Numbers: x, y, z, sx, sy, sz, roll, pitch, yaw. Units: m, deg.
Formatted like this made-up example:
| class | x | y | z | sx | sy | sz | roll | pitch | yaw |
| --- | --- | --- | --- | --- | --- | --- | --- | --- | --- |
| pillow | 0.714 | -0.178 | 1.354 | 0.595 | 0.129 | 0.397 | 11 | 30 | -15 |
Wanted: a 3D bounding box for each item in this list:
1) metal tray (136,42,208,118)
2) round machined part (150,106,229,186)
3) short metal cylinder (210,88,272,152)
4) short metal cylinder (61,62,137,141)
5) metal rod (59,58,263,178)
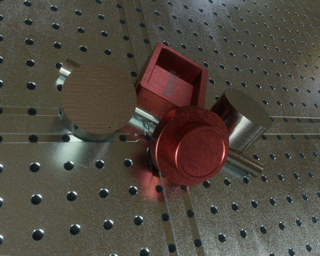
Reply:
| class | x | y | z | sx | sy | sz | roll | pitch | yaw |
| --- | --- | --- | --- | --- | --- | --- | --- | --- | --- |
| metal tray | 0.018 | -0.061 | 0.433 | 0.090 | 0.030 | 0.130 | 28 | 39 | -10 |
| round machined part | 0.041 | 0.025 | 0.369 | 0.099 | 0.042 | 0.097 | -6 | 106 | -21 |
| short metal cylinder | 0.111 | -0.012 | 0.444 | 0.080 | 0.050 | 0.080 | 24 | 33 | -17 |
| short metal cylinder | -0.072 | -0.028 | 0.355 | 0.081 | 0.050 | 0.080 | 4 | 77 | -18 |
| metal rod | 0.009 | -0.008 | 0.418 | 0.301 | 0.025 | 0.025 | 28 | 52 | -11 |
